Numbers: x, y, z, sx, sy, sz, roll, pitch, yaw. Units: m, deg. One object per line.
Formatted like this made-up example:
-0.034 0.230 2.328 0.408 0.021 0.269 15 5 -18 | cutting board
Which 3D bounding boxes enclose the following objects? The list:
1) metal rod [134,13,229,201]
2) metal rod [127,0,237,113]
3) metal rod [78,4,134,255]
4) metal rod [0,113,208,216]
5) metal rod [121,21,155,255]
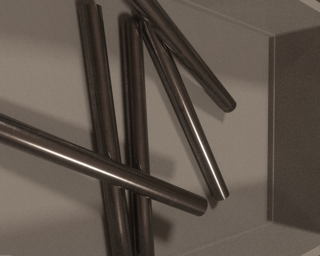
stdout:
0.038 -0.020 0.440 0.025 0.025 0.299 -39 114 -33 | metal rod
0.028 -0.104 0.402 0.301 0.025 0.025 39 66 -43 | metal rod
-0.060 0.014 0.357 0.025 0.025 0.298 -11 97 -40 | metal rod
-0.066 0.040 0.324 0.301 0.025 0.025 27 73 -28 | metal rod
-0.027 0.021 0.385 0.025 0.025 0.298 -5 94 -40 | metal rod
